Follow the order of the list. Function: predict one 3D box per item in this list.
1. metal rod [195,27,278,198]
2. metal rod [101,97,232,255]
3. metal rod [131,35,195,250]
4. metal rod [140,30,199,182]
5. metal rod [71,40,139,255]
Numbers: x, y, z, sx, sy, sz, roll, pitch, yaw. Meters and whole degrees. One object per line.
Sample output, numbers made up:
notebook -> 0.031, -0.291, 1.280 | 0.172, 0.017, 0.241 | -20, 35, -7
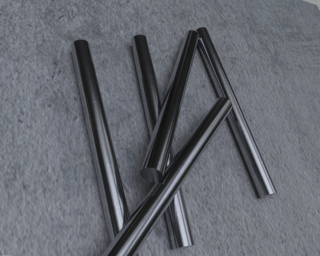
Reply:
metal rod -> 0.111, -0.038, 0.488 | 0.025, 0.025, 0.299 | -3, 63, -30
metal rod -> 0.015, 0.055, 0.346 | 0.025, 0.025, 0.301 | 41, 51, -1
metal rod -> -0.003, -0.001, 0.404 | 0.025, 0.025, 0.299 | 2, 61, -28
metal rod -> 0.023, -0.054, 0.426 | 0.025, 0.025, 0.300 | 28, 45, -11
metal rod -> -0.066, 0.022, 0.355 | 0.025, 0.025, 0.299 | -3, 63, -30
